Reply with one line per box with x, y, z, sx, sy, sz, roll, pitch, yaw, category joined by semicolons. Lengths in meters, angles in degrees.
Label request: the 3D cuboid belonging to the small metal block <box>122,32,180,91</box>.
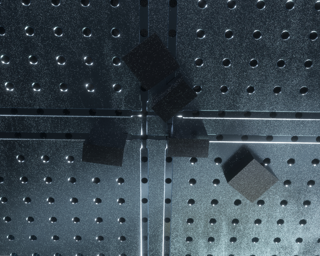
-0.011;-0.083;0.383;0.050;0.025;0.050;-35;107;12;small metal block

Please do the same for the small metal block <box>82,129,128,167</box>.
-0.071;0.025;0.409;0.050;0.050;0.025;8;110;-3;small metal block

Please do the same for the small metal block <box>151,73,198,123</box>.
0.017;-0.039;0.386;0.050;0.050;0.025;-40;105;13;small metal block

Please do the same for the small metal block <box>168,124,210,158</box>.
0.035;0.016;0.406;0.050;0.050;0.025;2;110;-1;small metal block

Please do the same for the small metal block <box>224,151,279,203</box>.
0.129;0.070;0.440;0.050;0.025;0.050;39;105;-13;small metal block
